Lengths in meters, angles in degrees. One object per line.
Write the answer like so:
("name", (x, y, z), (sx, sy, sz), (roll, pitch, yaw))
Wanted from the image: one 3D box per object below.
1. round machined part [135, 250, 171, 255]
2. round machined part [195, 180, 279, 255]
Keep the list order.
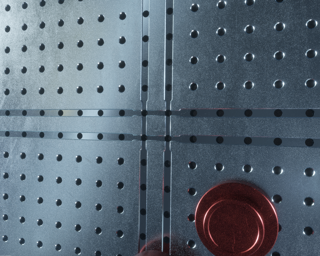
("round machined part", (-0.004, 0.208, 0.404), (0.098, 0.042, 0.097), (0, 90, 19))
("round machined part", (0.090, 0.115, 0.372), (0.098, 0.042, 0.097), (0, 90, 19))
